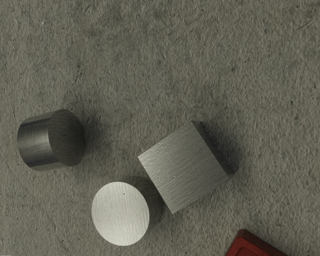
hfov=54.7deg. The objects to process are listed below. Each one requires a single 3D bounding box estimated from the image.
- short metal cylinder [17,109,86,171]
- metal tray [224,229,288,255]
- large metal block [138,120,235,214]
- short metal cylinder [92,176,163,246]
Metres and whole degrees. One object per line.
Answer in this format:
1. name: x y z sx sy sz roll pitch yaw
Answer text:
1. short metal cylinder: -0.149 0.018 0.432 0.050 0.080 0.080 -12 86 20
2. metal tray: 0.130 0.193 0.360 0.130 0.030 0.090 29 99 17
3. large metal block: 0.034 0.046 0.384 0.080 0.050 0.080 -35 79 16
4. short metal cylinder: -0.042 0.107 0.410 0.080 0.050 0.080 0 90 20
